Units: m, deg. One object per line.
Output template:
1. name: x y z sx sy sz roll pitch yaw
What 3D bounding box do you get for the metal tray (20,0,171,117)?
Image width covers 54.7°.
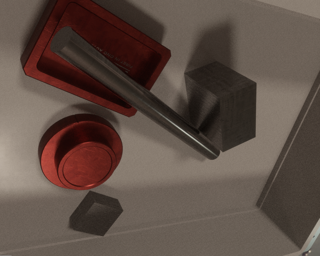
1. metal tray: -0.063 -0.074 0.325 0.131 0.030 0.090 23 106 -37

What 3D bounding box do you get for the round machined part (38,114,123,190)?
1. round machined part: -0.091 0.035 0.371 0.099 0.042 0.097 -14 125 -21

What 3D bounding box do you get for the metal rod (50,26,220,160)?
1. metal rod: 0.001 -0.017 0.365 0.025 0.025 0.301 -49 140 6

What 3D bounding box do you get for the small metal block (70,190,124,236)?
1. small metal block: -0.089 0.121 0.436 0.050 0.025 0.050 30 102 -38

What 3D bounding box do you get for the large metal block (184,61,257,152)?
1. large metal block: 0.077 -0.030 0.399 0.050 0.080 0.080 -23 127 -15
